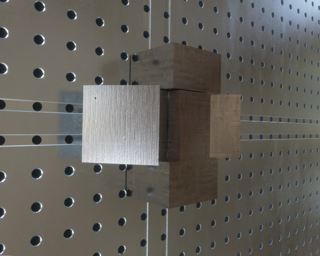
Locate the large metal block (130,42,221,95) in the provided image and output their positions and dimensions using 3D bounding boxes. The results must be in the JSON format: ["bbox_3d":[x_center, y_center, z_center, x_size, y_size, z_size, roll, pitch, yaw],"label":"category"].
[{"bbox_3d":[0.019,-0.068,0.390,0.081,0.080,0.050,1,90,-40],"label":"large metal block"}]

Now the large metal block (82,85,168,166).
[{"bbox_3d":[-0.036,-0.004,0.337,0.050,0.080,0.079,1,90,-80],"label":"large metal block"}]

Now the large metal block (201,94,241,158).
[{"bbox_3d":[0.074,-0.002,0.427,0.050,0.080,0.079,1,89,-3],"label":"large metal block"}]

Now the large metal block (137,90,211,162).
[{"bbox_3d":[0.015,-0.002,0.387,0.050,0.080,0.079,1,89,-40],"label":"large metal block"}]

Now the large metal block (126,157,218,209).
[{"bbox_3d":[0.015,0.062,0.386,0.081,0.080,0.050,1,90,-40],"label":"large metal block"}]
